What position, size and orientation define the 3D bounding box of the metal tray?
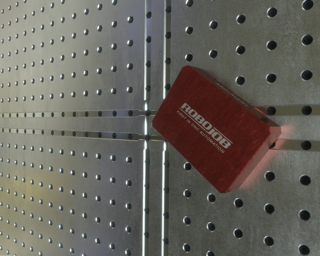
[{"bbox_3d":[0.057,-0.002,0.357,0.130,0.030,0.089,44,116,30],"label":"metal tray"}]
